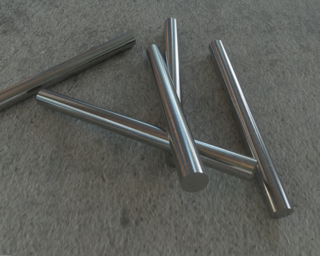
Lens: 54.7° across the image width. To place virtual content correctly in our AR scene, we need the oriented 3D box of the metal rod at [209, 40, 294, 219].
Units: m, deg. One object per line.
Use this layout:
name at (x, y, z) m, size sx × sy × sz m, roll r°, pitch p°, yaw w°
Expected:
metal rod at (0.112, -0.023, 0.424) m, size 0.025 × 0.025 × 0.300 m, roll -5°, pitch 50°, yaw -5°

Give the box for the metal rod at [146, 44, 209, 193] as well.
metal rod at (0.010, -0.039, 0.389) m, size 0.025 × 0.025 × 0.300 m, roll -6°, pitch 36°, yaw -5°

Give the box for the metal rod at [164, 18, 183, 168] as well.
metal rod at (0.020, -0.074, 0.465) m, size 0.025 × 0.025 × 0.300 m, roll 0°, pitch 50°, yaw 0°

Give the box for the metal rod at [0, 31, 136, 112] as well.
metal rod at (-0.162, -0.078, 0.466) m, size 0.302 × 0.025 × 0.025 m, roll -34°, pitch 58°, yaw -26°

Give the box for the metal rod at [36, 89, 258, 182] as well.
metal rod at (-0.034, 0.000, 0.378) m, size 0.301 × 0.025 × 0.025 m, roll 19°, pitch 52°, yaw 23°
